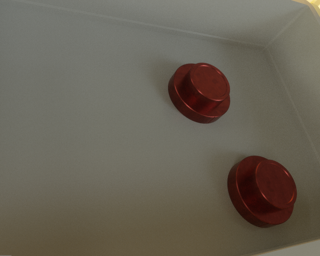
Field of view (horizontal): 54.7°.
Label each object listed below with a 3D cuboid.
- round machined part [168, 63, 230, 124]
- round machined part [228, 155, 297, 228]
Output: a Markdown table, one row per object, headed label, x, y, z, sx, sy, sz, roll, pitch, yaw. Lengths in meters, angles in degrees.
| label | x | y | z | sx | sy | sz | roll | pitch | yaw |
| --- | --- | --- | --- | --- | --- | --- | --- | --- | --- |
| round machined part | 0.065 | -0.059 | 0.465 | 0.099 | 0.042 | 0.098 | 14 | 56 | -21 |
| round machined part | 0.145 | 0.082 | 0.423 | 0.099 | 0.042 | 0.098 | 14 | 56 | -21 |
